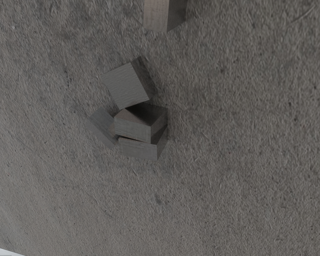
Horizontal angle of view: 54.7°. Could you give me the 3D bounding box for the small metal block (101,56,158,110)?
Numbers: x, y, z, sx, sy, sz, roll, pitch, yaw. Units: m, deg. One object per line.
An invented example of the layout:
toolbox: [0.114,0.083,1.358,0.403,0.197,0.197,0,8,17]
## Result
small metal block: [-0.038,-0.056,0.392,0.050,0.025,0.050,-15,110,34]

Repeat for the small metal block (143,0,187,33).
small metal block: [0.007,-0.128,0.308,0.025,0.050,0.050,17,125,18]

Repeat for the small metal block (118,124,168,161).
small metal block: [-0.020,0.015,0.407,0.050,0.050,0.025,8,123,15]

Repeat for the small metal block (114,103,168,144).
small metal block: [-0.023,-0.009,0.397,0.050,0.050,0.025,15,125,20]

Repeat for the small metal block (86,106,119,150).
small metal block: [-0.075,0.002,0.433,0.050,0.025,0.050,45,161,-3]
